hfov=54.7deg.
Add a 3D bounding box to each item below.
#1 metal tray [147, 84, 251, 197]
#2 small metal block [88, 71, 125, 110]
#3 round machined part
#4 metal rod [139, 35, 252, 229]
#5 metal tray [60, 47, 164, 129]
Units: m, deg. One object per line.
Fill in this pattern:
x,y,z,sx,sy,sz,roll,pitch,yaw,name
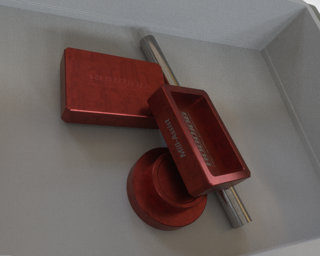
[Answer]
0.047,0.011,0.372,0.091,0.030,0.130,0,58,-47,metal tray
-0.065,-0.045,0.399,0.050,0.025,0.050,-16,70,-35,small metal block
0.014,0.066,0.364,0.099,0.042,0.098,14,56,-21,round machined part
0.042,-0.007,0.434,0.025,0.025,0.299,-14,69,-34,metal rod
-0.056,-0.048,0.393,0.131,0.030,0.090,4,60,-27,metal tray
